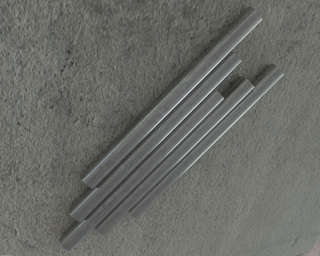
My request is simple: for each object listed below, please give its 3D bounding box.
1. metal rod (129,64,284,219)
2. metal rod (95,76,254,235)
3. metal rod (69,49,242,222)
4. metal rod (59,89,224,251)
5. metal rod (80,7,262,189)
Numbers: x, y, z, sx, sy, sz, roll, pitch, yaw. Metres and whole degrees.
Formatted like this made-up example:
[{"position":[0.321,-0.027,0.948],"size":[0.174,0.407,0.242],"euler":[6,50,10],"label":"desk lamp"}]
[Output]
[{"position":[0.064,0.021,0.458],"size":[0.300,0.025,0.025],"euler":[-45,130,3],"label":"metal rod"},{"position":[0.018,0.041,0.445],"size":[0.300,0.025,0.025],"euler":[-45,130,3],"label":"metal rod"},{"position":[-0.008,0.012,0.413],"size":[0.300,0.025,0.025],"euler":[-45,130,3],"label":"metal rod"},{"position":[-0.027,0.058,0.431],"size":[0.300,0.025,0.025],"euler":[-45,130,3],"label":"metal rod"},{"position":[0.012,-0.036,0.394],"size":[0.300,0.025,0.025],"euler":[-45,130,3],"label":"metal rod"}]
